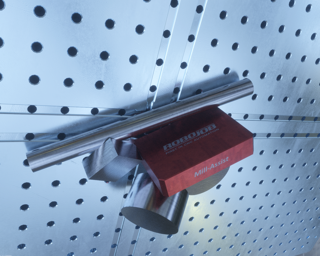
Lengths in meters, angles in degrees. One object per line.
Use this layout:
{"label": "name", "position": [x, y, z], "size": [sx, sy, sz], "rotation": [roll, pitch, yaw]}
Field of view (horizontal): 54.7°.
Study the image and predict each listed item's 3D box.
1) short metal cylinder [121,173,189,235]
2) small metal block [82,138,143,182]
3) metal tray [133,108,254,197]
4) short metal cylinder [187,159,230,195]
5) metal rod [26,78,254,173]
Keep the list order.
{"label": "short metal cylinder", "position": [-0.006, 0.104, 0.423], "size": [0.080, 0.080, 0.050], "rotation": [56, 44, -39]}
{"label": "small metal block", "position": [-0.058, 0.041, 0.384], "size": [0.050, 0.025, 0.050], "rotation": [-39, 151, 18]}
{"label": "metal tray", "position": [0.042, 0.025, 0.403], "size": [0.131, 0.090, 0.030], "rotation": [-24, 127, -14]}
{"label": "short metal cylinder", "position": [0.053, 0.050, 0.444], "size": [0.081, 0.050, 0.079], "rotation": [-18, 135, -19]}
{"label": "metal rod", "position": [-0.011, -0.010, 0.394], "size": [0.302, 0.025, 0.025], "rotation": [-20, 126, -17]}
